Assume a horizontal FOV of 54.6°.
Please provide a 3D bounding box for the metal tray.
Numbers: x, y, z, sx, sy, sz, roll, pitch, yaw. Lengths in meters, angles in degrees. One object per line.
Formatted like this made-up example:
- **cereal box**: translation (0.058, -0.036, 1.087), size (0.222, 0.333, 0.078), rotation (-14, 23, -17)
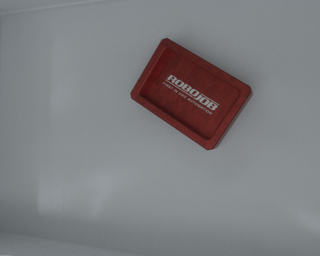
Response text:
- **metal tray**: translation (0.038, -0.043, 0.394), size (0.130, 0.030, 0.090), rotation (35, 101, 16)
